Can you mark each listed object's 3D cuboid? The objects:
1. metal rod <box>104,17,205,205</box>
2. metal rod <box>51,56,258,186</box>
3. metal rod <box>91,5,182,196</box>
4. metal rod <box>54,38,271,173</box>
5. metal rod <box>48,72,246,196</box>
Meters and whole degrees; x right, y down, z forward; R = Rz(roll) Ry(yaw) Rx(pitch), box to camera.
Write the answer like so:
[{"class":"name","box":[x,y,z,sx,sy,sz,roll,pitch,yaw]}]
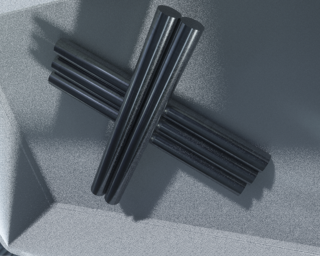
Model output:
[{"class":"metal rod","box":[-0.021,0.004,0.389,0.025,0.025,0.298,32,129,7]},{"class":"metal rod","box":[-0.012,-0.015,0.404,0.301,0.025,0.025,30,128,8]},{"class":"metal rod","box":[-0.043,-0.008,0.392,0.025,0.025,0.298,32,129,7]},{"class":"metal rod","box":[-0.003,-0.033,0.388,0.301,0.025,0.025,30,128,8]},{"class":"metal rod","box":[-0.022,0.002,0.419,0.301,0.025,0.025,30,128,8]}]
